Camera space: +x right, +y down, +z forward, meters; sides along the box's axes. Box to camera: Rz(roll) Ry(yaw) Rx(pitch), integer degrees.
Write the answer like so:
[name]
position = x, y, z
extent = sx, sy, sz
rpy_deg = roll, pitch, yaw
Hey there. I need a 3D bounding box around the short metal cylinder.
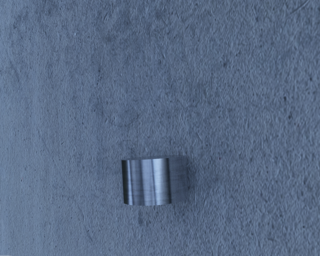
[short metal cylinder]
position = -0.007, 0.061, 0.376
extent = 0.080, 0.081, 0.050
rpy_deg = -6, 86, 40
